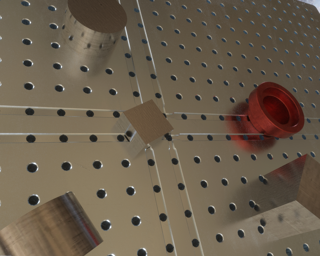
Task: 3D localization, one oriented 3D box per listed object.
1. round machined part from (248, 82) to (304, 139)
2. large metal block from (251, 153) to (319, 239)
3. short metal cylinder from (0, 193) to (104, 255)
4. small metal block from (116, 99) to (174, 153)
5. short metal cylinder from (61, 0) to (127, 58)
[{"bbox_3d":[0.187,-0.026,0.516,0.099,0.042,0.098,14,56,-21],"label":"round machined part"},{"bbox_3d":[0.178,0.093,0.415,0.050,0.080,0.080,39,51,-3],"label":"large metal block"},{"bbox_3d":[-0.096,0.099,0.262,0.081,0.080,0.050,-28,77,-37],"label":"short metal cylinder"},{"bbox_3d":[-0.019,-0.003,0.401,0.050,0.025,0.050,-28,78,-38],"label":"small metal block"},{"bbox_3d":[-0.092,-0.145,0.432,0.081,0.050,0.080,14,56,-21],"label":"short metal cylinder"}]
